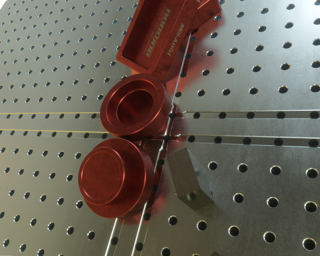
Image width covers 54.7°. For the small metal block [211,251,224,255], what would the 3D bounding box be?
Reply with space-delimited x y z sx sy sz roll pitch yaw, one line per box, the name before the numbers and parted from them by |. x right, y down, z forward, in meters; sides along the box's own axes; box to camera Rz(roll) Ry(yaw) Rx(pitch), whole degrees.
small metal block | 0.049 0.143 0.279 0.050 0.050 0.025 -47 51 -5

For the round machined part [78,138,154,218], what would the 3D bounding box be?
round machined part | -0.060 0.060 0.377 0.098 0.042 0.098 -8 73 27

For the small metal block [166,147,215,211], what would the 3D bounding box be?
small metal block | 0.034 0.057 0.340 0.025 0.050 0.050 -25 53 13

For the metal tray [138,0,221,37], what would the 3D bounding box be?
metal tray | 0.028 -0.209 0.518 0.090 0.030 0.130 -37 51 3

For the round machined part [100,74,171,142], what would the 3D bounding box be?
round machined part | -0.030 -0.024 0.428 0.098 0.042 0.098 -13 56 21

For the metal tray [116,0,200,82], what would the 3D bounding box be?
metal tray | -0.007 -0.145 0.465 0.090 0.030 0.129 35 105 38
